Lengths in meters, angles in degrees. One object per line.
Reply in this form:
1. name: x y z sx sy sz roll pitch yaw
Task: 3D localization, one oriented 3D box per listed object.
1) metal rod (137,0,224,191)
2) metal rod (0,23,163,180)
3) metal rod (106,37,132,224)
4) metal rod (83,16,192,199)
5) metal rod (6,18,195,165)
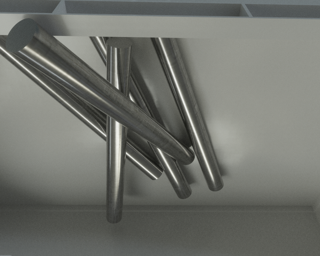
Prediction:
1. metal rod: 0.039 -0.018 0.394 0.025 0.025 0.299 -15 129 12
2. metal rod: -0.096 -0.022 0.388 0.025 0.025 0.300 -30 124 23
3. metal rod: -0.056 0.029 0.398 0.025 0.025 0.298 5 130 -5
4. metal rod: -0.014 -0.002 0.406 0.025 0.025 0.299 -16 129 13
5. metal rod: -0.024 -0.008 0.321 0.025 0.025 0.300 -22 152 17
